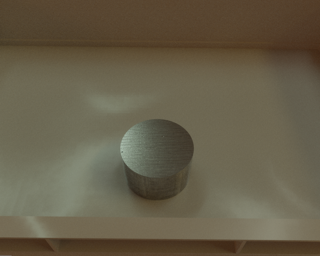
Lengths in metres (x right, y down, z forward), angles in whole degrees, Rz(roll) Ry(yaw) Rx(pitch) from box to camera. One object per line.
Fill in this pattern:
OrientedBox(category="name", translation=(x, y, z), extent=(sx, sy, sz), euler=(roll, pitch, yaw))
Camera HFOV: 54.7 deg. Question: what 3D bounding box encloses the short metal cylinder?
OrientedBox(category="short metal cylinder", translation=(-0.003, 0.036, 0.359), extent=(0.081, 0.050, 0.080), euler=(0, 50, 0))
